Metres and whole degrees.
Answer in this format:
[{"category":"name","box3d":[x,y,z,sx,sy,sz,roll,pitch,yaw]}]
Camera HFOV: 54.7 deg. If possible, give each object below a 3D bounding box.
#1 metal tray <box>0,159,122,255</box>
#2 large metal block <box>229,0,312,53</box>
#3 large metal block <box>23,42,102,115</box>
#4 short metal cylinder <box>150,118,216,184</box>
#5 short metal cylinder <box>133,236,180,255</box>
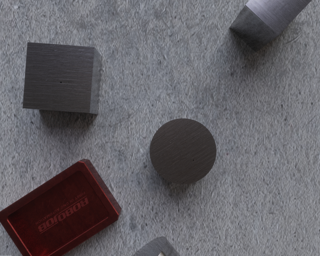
[{"category":"metal tray","box3d":[-0.129,0.112,0.406,0.130,0.030,0.090,-33,90,0]},{"category":"large metal block","box3d":[0.141,-0.149,0.384,0.050,0.080,0.080,43,90,0]},{"category":"large metal block","box3d":[-0.122,-0.061,0.396,0.080,0.050,0.080,4,90,0]},{"category":"short metal cylinder","box3d":[0.028,0.028,0.398,0.081,0.050,0.080,0,90,0]},{"category":"short metal cylinder","box3d":[-0.008,0.182,0.383,0.080,0.080,0.050,-38,90,0]}]
